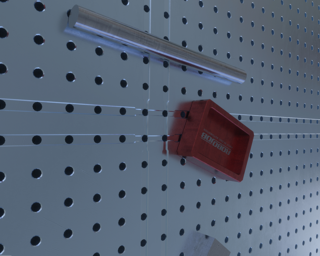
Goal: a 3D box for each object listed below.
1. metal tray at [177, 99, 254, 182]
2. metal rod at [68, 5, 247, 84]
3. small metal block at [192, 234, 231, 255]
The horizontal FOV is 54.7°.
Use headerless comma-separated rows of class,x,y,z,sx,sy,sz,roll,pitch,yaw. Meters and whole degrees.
metal tray,0.092,0.023,0.485,0.131,0.030,0.090,30,71,-36
metal rod,0.022,-0.103,0.429,0.302,0.025,0.025,8,85,-40
small metal block,0.077,0.200,0.477,0.050,0.025,0.050,47,62,-30
